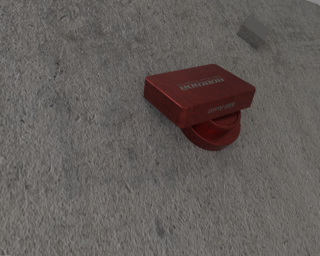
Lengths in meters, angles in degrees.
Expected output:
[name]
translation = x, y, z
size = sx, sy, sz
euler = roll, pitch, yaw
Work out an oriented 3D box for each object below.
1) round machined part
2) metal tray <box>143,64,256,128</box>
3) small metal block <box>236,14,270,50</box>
[round machined part]
translation = 0.076, -0.020, 0.446
size = 0.099, 0.042, 0.098
euler = 14, 56, -21
[metal tray]
translation = 0.055, -0.050, 0.429
size = 0.131, 0.030, 0.090
euler = -17, 42, -31
[small metal block]
translation = 0.188, -0.194, 0.623
size = 0.050, 0.025, 0.050
euler = 36, 51, -5
